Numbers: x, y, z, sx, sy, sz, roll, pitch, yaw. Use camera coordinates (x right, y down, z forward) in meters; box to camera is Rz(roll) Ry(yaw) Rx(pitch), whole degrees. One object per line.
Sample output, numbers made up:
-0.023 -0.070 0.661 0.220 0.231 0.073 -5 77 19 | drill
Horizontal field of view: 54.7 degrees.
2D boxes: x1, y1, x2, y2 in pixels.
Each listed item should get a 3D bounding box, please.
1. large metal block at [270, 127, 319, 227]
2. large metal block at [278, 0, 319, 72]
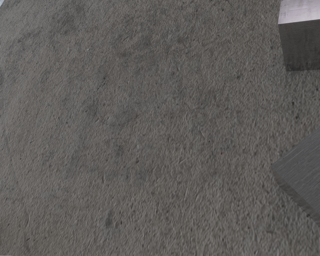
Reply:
0.161 0.046 0.275 0.080 0.050 0.080 -39 51 1 | large metal block
0.170 -0.123 0.354 0.050 0.080 0.080 2 63 29 | large metal block
